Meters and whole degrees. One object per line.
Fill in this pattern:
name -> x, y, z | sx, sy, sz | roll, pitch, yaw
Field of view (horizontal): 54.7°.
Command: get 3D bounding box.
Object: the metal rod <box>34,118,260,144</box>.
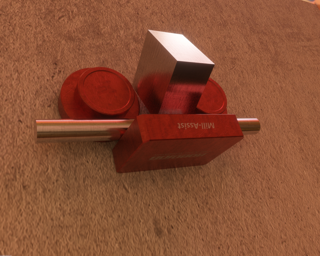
metal rod -> 0.007, 0.000, 0.384 | 0.303, 0.025, 0.025 | -1, 63, -29

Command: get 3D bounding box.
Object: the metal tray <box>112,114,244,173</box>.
metal tray -> 0.020, 0.019, 0.364 | 0.131, 0.090, 0.030 | -1, 63, -29

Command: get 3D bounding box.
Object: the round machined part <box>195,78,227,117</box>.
round machined part -> 0.057, -0.038, 0.449 | 0.099, 0.042, 0.098 | 14, 56, -21

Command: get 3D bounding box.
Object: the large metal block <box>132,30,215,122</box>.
large metal block -> 0.012, -0.064, 0.383 | 0.050, 0.079, 0.080 | -2, 39, -30

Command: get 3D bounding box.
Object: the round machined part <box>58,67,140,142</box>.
round machined part -> -0.070, -0.035, 0.377 | 0.099, 0.042, 0.098 | 14, 56, -21
